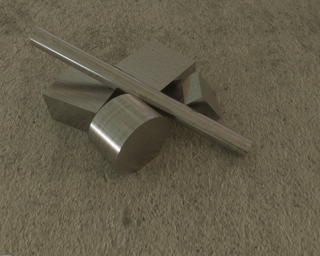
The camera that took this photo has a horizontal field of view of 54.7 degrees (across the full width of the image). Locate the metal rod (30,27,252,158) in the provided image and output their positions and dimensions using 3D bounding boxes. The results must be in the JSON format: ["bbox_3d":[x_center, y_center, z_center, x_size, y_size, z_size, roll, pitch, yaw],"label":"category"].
[{"bbox_3d":[-0.024,-0.045,0.389,0.301,0.025,0.025,28,54,2],"label":"metal rod"}]

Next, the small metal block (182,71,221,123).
[{"bbox_3d":[0.056,-0.040,0.420,0.025,0.050,0.050,-26,45,26],"label":"small metal block"}]

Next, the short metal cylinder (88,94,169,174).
[{"bbox_3d":[-0.035,0.007,0.362,0.080,0.080,0.050,-37,59,-27],"label":"short metal cylinder"}]

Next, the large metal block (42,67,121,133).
[{"bbox_3d":[-0.096,-0.042,0.423,0.080,0.050,0.080,20,53,16],"label":"large metal block"}]

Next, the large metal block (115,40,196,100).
[{"bbox_3d":[-0.006,-0.073,0.447,0.080,0.050,0.080,32,57,24],"label":"large metal block"}]
